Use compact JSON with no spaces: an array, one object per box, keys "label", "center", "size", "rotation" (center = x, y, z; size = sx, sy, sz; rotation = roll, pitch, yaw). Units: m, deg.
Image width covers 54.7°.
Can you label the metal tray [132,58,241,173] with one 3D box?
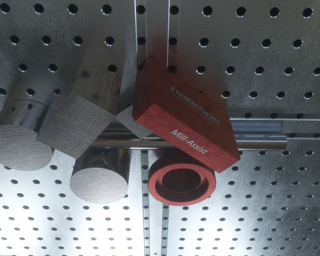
[{"label":"metal tray","center":[0.031,-0.014,0.356],"size":[0.130,0.090,0.030],"rotation":[33,123,-25]}]

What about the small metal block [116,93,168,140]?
[{"label":"small metal block","center":[-0.021,-0.019,0.395],"size":[0.050,0.025,0.050],"rotation":[-32,124,24]}]

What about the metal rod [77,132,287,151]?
[{"label":"metal rod","center":[0.020,0.018,0.427],"size":[0.302,0.025,0.025],"rotation":[1,130,-1]}]

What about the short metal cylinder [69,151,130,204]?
[{"label":"short metal cylinder","center":[-0.085,0.066,0.450],"size":[0.081,0.050,0.079],"rotation":[0,130,0]}]

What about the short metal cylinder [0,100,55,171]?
[{"label":"short metal cylinder","center":[-0.174,0.010,0.402],"size":[0.081,0.050,0.079],"rotation":[0,130,0]}]

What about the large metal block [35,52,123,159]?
[{"label":"large metal block","center":[-0.089,-0.025,0.353],"size":[0.050,0.080,0.080],"rotation":[31,123,-24]}]

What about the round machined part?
[{"label":"round machined part","center":[0.032,0.070,0.460],"size":[0.099,0.042,0.097],"rotation":[0,130,0]}]
